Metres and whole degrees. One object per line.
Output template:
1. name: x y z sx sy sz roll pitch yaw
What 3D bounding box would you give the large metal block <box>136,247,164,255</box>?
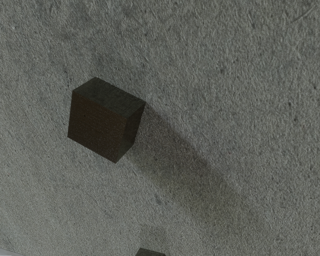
1. large metal block: -0.025 0.280 0.558 0.050 0.080 0.079 4 120 26

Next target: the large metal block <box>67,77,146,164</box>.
1. large metal block: -0.074 -0.011 0.423 0.080 0.050 0.079 27 128 11
